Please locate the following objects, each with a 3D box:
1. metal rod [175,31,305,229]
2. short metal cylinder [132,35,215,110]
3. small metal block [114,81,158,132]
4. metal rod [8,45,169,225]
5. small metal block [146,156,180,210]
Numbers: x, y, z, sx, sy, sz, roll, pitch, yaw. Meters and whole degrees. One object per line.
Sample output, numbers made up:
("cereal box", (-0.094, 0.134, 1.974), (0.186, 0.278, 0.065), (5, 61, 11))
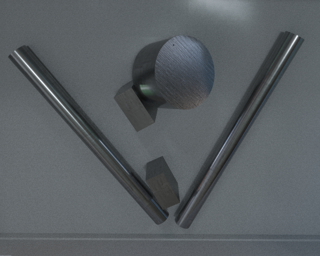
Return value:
("metal rod", (0.098, 0.015, 0.418), (0.025, 0.025, 0.298), (24, 108, -9))
("short metal cylinder", (0.015, -0.062, 0.356), (0.081, 0.050, 0.079), (-4, 97, -32))
("small metal block", (-0.028, -0.030, 0.386), (0.025, 0.050, 0.050), (-28, 108, 15))
("metal rod", (-0.085, 0.020, 0.417), (0.025, 0.025, 0.300), (-34, 107, 11))
("small metal block", (0.004, 0.074, 0.425), (0.025, 0.050, 0.050), (-25, 108, 9))
